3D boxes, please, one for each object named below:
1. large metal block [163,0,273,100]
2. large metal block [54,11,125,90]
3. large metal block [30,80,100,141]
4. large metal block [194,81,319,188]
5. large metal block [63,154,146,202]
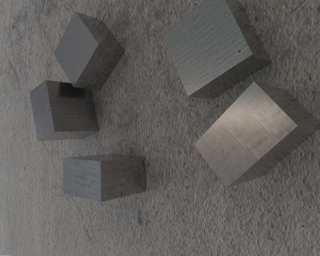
[{"bbox_3d":[0.060,-0.087,0.339,0.080,0.050,0.080,-32,70,35],"label":"large metal block"},{"bbox_3d":[-0.112,-0.118,0.481,0.080,0.050,0.080,-50,61,28],"label":"large metal block"},{"bbox_3d":[-0.151,-0.026,0.495,0.050,0.081,0.080,-22,77,38],"label":"large metal block"},{"bbox_3d":[0.093,0.007,0.292,0.080,0.081,0.050,-50,61,28],"label":"large metal block"},{"bbox_3d":[-0.077,0.065,0.433,0.080,0.081,0.050,-1,90,40],"label":"large metal block"}]
